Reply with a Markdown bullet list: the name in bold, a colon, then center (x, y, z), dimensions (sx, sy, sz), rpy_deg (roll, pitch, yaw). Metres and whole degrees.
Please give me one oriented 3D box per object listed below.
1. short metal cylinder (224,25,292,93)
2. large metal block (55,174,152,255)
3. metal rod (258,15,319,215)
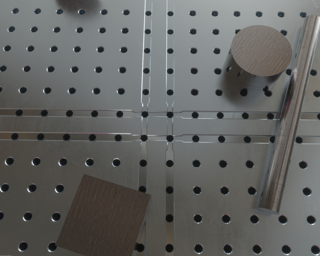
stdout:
- **short metal cylinder**: center (0.135, -0.095, 0.434), dimensions (0.081, 0.050, 0.080), rpy_deg (0, 70, 0)
- **large metal block**: center (-0.060, 0.107, 0.359), dimensions (0.080, 0.050, 0.080), rpy_deg (16, 71, 6)
- **metal rod**: center (0.182, -0.031, 0.424), dimensions (0.025, 0.025, 0.300), rpy_deg (19, 71, 6)
